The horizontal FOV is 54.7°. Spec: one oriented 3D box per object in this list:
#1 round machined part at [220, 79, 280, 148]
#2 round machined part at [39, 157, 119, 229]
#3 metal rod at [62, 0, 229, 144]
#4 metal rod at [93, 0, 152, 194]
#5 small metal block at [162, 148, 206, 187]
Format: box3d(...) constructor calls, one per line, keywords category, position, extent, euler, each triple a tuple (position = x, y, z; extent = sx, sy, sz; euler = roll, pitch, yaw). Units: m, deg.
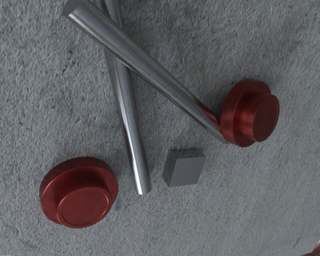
box3d(category="round machined part", position=(0.133, -0.018, 0.439), extent=(0.099, 0.042, 0.097), euler=(-18, 118, -38))
box3d(category="round machined part", position=(-0.100, 0.089, 0.396), extent=(0.099, 0.042, 0.097), euler=(-14, 124, -21))
box3d(category="metal rod", position=(0.015, -0.045, 0.365), extent=(0.025, 0.025, 0.301), euler=(-50, 136, 7))
box3d(category="metal rod", position=(-0.040, -0.035, 0.363), extent=(0.025, 0.025, 0.298), euler=(-20, 126, -17))
box3d(category="small metal block", position=(0.035, 0.058, 0.463), extent=(0.050, 0.025, 0.050), euler=(-1, 119, -28))
